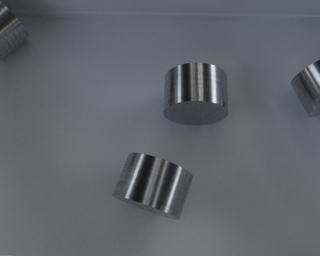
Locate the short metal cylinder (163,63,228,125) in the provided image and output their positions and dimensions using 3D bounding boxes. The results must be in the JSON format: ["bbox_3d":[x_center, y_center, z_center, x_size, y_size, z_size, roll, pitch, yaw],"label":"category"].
[{"bbox_3d":[0.045,-0.041,0.396,0.081,0.080,0.050,2,70,0],"label":"short metal cylinder"}]

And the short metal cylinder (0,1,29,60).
[{"bbox_3d":[-0.232,-0.141,0.429,0.080,0.080,0.050,38,74,12],"label":"short metal cylinder"}]

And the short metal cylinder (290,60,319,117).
[{"bbox_3d":[0.221,-0.055,0.403,0.081,0.080,0.050,-18,71,-7],"label":"short metal cylinder"}]

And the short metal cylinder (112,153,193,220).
[{"bbox_3d":[-0.008,0.068,0.356,0.080,0.080,0.050,18,71,6],"label":"short metal cylinder"}]
